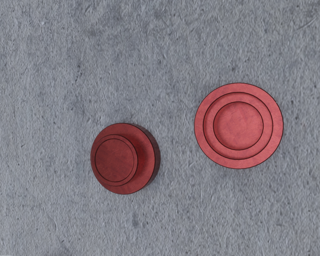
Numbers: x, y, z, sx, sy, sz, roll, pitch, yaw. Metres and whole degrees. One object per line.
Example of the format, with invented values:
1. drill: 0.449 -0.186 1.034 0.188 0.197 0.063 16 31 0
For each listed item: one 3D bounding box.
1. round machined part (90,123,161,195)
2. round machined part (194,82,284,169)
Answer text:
1. round machined part: -0.052 0.042 0.418 0.098 0.042 0.097 0 90 20
2. round machined part: 0.093 -0.003 0.367 0.098 0.042 0.097 0 90 20
